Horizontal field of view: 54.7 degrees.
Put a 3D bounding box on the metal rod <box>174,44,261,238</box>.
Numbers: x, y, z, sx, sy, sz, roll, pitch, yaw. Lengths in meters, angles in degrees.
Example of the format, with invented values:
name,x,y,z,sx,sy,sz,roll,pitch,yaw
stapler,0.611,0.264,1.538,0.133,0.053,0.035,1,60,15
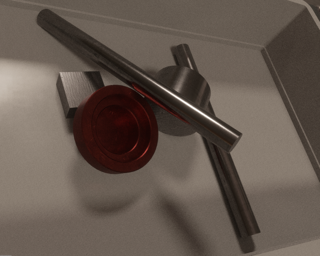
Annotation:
name,x,y,z,sx,sy,sz,roll,pitch,yaw
metal rod,0.074,0.003,0.445,0.025,0.025,0.299,-2,63,-30

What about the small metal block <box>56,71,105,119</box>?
name,x,y,z,sx,sy,sz,roll,pitch,yaw
small metal block,-0.095,-0.042,0.381,0.050,0.025,0.050,-8,66,-32

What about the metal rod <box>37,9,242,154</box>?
name,x,y,z,sx,sy,sz,roll,pitch,yaw
metal rod,-0.039,-0.066,0.365,0.300,0.025,0.025,35,48,19

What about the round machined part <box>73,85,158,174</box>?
name,x,y,z,sx,sy,sz,roll,pitch,yaw
round machined part,-0.053,0.003,0.352,0.099,0.042,0.098,12,72,-38

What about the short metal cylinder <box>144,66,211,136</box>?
name,x,y,z,sx,sy,sz,roll,pitch,yaw
short metal cylinder,0.021,-0.034,0.404,0.080,0.080,0.050,30,52,-9
